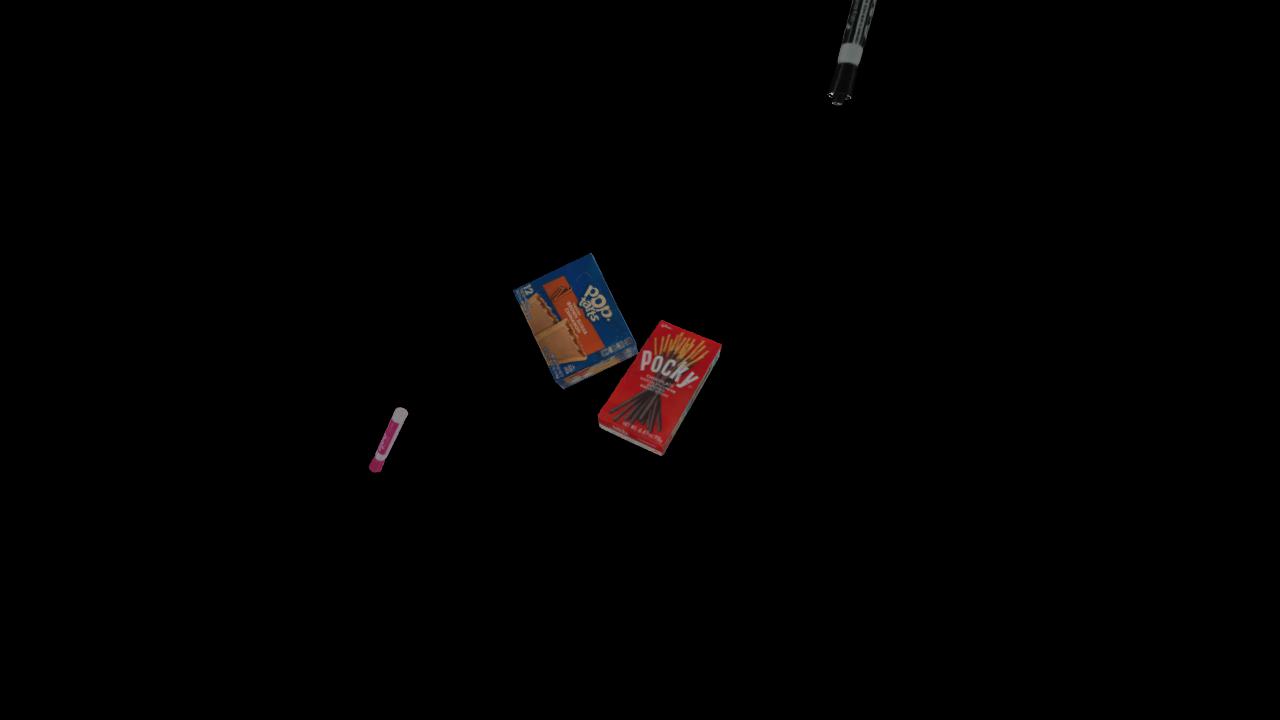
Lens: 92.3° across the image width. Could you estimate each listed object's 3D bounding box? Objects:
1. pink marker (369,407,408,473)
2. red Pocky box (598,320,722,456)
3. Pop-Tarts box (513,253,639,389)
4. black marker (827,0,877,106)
[{"bbox_3d":[-0.370,0.120,0.902,0.020,0.121,0.020,27,23,-13],"label":"pink marker"},{"bbox_3d":[0.024,0.027,0.695,0.083,0.155,0.028,22,-33,18],"label":"red Pocky box"},{"bbox_3d":[-0.102,-0.061,0.995,0.141,0.167,0.083,-25,-10,-3],"label":"Pop-Tarts box"},{"bbox_3d":[0.167,-0.257,0.468,0.020,0.121,0.020,12,10,-2],"label":"black marker"}]
